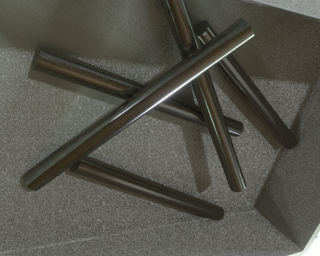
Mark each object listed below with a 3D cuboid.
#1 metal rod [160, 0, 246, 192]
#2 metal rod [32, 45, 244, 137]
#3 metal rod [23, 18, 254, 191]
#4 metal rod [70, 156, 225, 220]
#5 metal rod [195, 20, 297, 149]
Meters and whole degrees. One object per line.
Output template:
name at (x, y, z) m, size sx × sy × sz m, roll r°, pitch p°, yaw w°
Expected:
metal rod at (0.064, -0.029, 0.397) m, size 0.025 × 0.025 × 0.299 m, roll -30°, pitch 120°, yaw -9°
metal rod at (-0.001, -0.034, 0.386) m, size 0.302 × 0.025 × 0.025 m, roll 16°, pitch 110°, yaw -35°
metal rod at (-0.030, -0.021, 0.347) m, size 0.300 × 0.025 × 0.025 m, roll -35°, pitch 130°, yaw 7°
metal rod at (0.002, 0.099, 0.470) m, size 0.301 × 0.025 × 0.025 m, roll 28°, pitch 103°, yaw -38°
metal rod at (0.139, -0.045, 0.456) m, size 0.025 × 0.025 × 0.301 m, roll -48°, pitch 129°, yaw 5°
